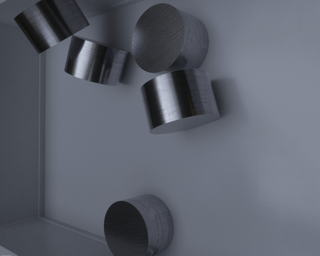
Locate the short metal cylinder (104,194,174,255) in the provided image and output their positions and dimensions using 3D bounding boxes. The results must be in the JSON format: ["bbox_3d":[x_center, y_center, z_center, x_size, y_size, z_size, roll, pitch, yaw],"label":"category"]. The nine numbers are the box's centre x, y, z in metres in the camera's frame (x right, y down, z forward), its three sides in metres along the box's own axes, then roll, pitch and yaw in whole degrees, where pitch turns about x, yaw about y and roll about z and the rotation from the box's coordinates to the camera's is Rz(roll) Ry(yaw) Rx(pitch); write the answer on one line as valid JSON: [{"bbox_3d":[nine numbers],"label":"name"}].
[{"bbox_3d":[-0.029,0.133,0.412,0.080,0.050,0.079,0,90,39],"label":"short metal cylinder"}]

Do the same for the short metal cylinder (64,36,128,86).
[{"bbox_3d":[-0.091,-0.097,0.443,0.080,0.081,0.050,28,108,36],"label":"short metal cylinder"}]

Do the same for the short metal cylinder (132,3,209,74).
[{"bbox_3d":[0.012,-0.104,0.379,0.080,0.050,0.079,0,90,39],"label":"short metal cylinder"}]

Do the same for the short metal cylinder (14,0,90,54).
[{"bbox_3d":[-0.142,-0.140,0.411,0.080,0.080,0.050,-11,119,39],"label":"short metal cylinder"}]

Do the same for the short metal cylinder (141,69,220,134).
[{"bbox_3d":[0.022,-0.027,0.351,0.080,0.081,0.050,-21,77,38],"label":"short metal cylinder"}]
